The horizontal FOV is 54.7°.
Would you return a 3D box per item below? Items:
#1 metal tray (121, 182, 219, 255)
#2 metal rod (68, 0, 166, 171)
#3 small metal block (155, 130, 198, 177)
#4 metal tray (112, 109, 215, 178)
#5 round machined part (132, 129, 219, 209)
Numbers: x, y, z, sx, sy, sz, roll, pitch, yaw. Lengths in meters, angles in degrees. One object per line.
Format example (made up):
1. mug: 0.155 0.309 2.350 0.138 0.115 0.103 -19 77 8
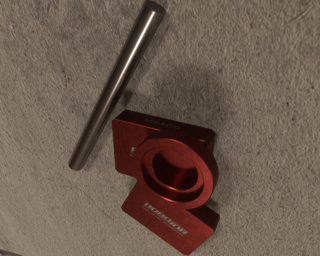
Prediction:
1. metal tray: 0.013 0.130 0.476 0.130 0.030 0.089 34 129 5
2. metal rod: -0.072 -0.034 0.422 0.025 0.025 0.298 38 129 2
3. small metal block: 0.023 0.034 0.415 0.050 0.025 0.050 9 122 23
4. metal tray: 0.002 0.033 0.412 0.130 0.030 0.089 14 124 19
5. round machined part: 0.021 0.044 0.363 0.098 0.042 0.097 13 123 20
